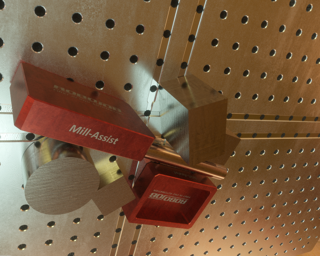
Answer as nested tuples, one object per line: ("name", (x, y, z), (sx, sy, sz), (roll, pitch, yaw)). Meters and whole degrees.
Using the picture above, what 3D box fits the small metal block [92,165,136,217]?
("small metal block", (-0.068, 0.087, 0.429), (0.050, 0.025, 0.050), (-29, 128, -10))

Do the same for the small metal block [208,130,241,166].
("small metal block", (0.088, 0.026, 0.475), (0.050, 0.025, 0.050), (18, 109, -35))

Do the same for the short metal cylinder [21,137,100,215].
("short metal cylinder", (-0.117, 0.054, 0.363), (0.081, 0.050, 0.079), (-14, 124, -21))

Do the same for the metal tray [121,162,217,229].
("metal tray", (0.017, 0.110, 0.484), (0.131, 0.030, 0.090), (20, 108, -36))

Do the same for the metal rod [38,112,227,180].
("metal rod", (-0.013, 0.030, 0.422), (0.302, 0.025, 0.025), (21, 107, -36))

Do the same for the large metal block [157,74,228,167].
("large metal block", (0.039, -0.012, 0.391), (0.050, 0.080, 0.079), (-17, 126, -19))

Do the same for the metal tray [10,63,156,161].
("metal tray", (-0.078, -0.015, 0.316), (0.131, 0.090, 0.030), (20, 108, -36))
